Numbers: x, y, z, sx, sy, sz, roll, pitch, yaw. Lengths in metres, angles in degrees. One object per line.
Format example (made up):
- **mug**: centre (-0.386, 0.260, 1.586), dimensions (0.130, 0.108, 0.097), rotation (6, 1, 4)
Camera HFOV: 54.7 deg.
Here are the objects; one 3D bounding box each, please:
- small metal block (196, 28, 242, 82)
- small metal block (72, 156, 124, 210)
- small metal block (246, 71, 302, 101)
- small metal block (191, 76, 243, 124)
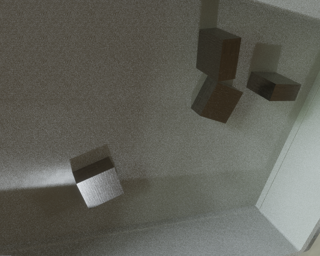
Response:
- **small metal block**: centre (0.070, -0.090, 0.377), dimensions (0.025, 0.050, 0.050), rotation (-13, 124, -22)
- **small metal block**: centre (-0.081, 0.073, 0.411), dimensions (0.050, 0.025, 0.050), rotation (-23, 127, -15)
- **small metal block**: centre (0.163, -0.061, 0.447), dimensions (0.050, 0.050, 0.025), rotation (-3, 120, -27)
- **small metal block**: centre (0.079, -0.038, 0.430), dimensions (0.050, 0.025, 0.050), rotation (14, 111, -35)
